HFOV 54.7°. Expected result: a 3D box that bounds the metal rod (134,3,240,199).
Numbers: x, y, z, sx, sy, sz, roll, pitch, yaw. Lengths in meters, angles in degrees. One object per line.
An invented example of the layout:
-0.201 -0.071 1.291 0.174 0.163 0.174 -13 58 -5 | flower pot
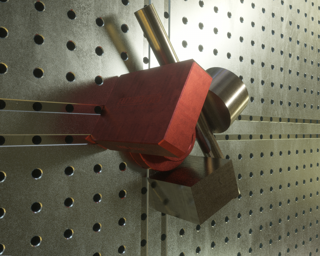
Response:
0.046 -0.020 0.422 0.025 0.025 0.299 -43 116 -32 | metal rod

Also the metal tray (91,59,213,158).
-0.014 -0.019 0.331 0.030 0.130 0.090 34 69 -35 | metal tray

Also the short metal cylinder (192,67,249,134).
0.077 -0.039 0.439 0.050 0.080 0.080 -45 117 -31 | short metal cylinder

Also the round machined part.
0.009 0.009 0.407 0.099 0.042 0.097 0 90 -40 | round machined part

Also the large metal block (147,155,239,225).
0.044 0.077 0.413 0.081 0.080 0.050 -25 106 -38 | large metal block
